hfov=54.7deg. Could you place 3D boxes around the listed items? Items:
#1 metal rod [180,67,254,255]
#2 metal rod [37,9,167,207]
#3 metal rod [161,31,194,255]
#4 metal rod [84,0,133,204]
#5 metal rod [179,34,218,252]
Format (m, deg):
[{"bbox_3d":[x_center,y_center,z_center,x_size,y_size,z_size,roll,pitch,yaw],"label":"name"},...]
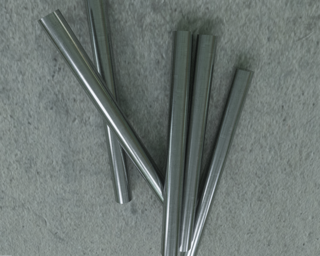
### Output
[{"bbox_3d":[0.074,0.064,0.434,0.025,0.025,0.298,11,110,-5],"label":"metal rod"},{"bbox_3d":[-0.048,0.000,0.384,0.025,0.025,0.299,-26,118,9],"label":"metal rod"},{"bbox_3d":[0.021,0.030,0.401,0.025,0.025,0.298,2,103,-1],"label":"metal rod"},{"bbox_3d":[-0.064,-0.037,0.395,0.025,0.025,0.298,-5,110,1],"label":"metal rod"},{"bbox_3d":[0.045,0.031,0.412,0.025,0.025,0.298,4,107,-2],"label":"metal rod"}]
